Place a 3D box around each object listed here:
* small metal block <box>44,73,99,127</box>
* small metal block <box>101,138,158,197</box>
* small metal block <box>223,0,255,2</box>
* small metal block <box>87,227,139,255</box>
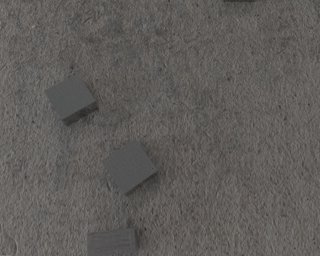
[{"bbox_3d":[-0.119,-0.038,0.421,0.050,0.025,0.050,-31,73,-11],"label":"small metal block"},{"bbox_3d":[-0.037,0.050,0.389,0.050,0.025,0.050,-34,74,-12],"label":"small metal block"},{"bbox_3d":[0.127,-0.229,0.493,0.050,0.025,0.050,1,70,0],"label":"small metal block"},{"bbox_3d":[-0.051,0.128,0.348,0.050,0.050,0.025,-5,70,-2],"label":"small metal block"}]
